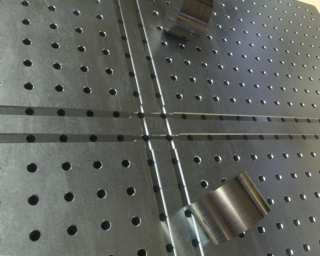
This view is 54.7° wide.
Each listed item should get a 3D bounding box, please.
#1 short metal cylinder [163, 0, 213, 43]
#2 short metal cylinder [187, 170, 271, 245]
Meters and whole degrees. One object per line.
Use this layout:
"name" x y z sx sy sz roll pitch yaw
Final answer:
"short metal cylinder" 0.045 -0.189 0.515 0.050 0.080 0.080 16 55 -20
"short metal cylinder" 0.079 0.092 0.362 0.081 0.080 0.050 -23 75 -37
